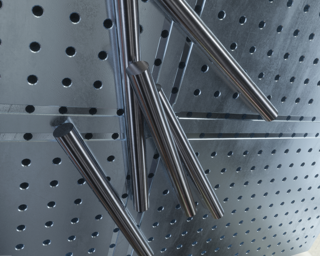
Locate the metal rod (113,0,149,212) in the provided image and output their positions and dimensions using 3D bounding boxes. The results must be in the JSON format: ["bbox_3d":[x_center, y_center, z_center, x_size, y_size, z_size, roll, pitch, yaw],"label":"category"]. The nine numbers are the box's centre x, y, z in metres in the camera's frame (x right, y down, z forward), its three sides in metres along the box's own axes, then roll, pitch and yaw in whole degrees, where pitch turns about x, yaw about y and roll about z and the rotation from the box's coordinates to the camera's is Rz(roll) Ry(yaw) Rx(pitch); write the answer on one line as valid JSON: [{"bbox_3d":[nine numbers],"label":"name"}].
[{"bbox_3d":[-0.032,-0.007,0.390,0.025,0.025,0.298,-15,125,-20],"label":"metal rod"}]

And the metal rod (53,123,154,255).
[{"bbox_3d":[-0.066,0.111,0.445,0.025,0.025,0.299,-30,129,-10],"label":"metal rod"}]

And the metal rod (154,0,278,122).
[{"bbox_3d":[0.081,-0.088,0.402,0.025,0.025,0.301,-50,129,7],"label":"metal rod"}]

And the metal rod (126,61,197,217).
[{"bbox_3d":[0.014,0.039,0.426,0.025,0.025,0.299,-30,134,-10],"label":"metal rod"}]

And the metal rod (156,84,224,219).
[{"bbox_3d":[0.048,0.055,0.473,0.025,0.025,0.299,-35,129,-6],"label":"metal rod"}]
